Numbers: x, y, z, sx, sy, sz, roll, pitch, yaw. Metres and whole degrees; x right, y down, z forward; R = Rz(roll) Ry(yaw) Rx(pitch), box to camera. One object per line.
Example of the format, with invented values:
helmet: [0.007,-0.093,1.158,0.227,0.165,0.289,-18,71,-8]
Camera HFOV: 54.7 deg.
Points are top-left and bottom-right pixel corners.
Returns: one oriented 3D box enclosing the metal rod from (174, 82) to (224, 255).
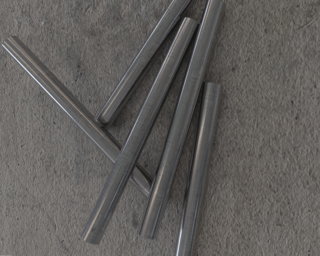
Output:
metal rod: [0.042,0.092,0.393,0.025,0.025,0.298,10,93,19]

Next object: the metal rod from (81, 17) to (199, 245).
metal rod: [-0.023,0.001,0.388,0.025,0.025,0.299,24,87,18]

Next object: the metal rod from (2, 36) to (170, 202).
metal rod: [-0.099,-0.009,0.415,0.300,0.025,0.025,46,105,3]

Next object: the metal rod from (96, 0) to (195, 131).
metal rod: [0.001,-0.122,0.408,0.025,0.025,0.299,38,102,16]

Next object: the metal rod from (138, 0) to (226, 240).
metal rod: [0.027,-0.011,0.383,0.025,0.025,0.298,16,89,19]
